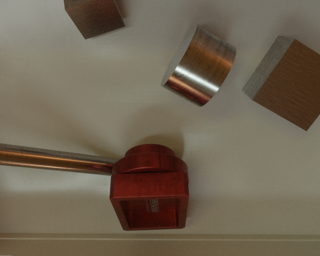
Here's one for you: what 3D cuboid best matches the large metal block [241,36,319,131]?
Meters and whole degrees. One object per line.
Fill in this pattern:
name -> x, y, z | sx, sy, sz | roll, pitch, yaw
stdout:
large metal block -> 0.162, -0.055, 0.380 | 0.080, 0.050, 0.080 | 28, 108, -10

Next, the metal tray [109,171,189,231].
metal tray -> -0.011, 0.101, 0.408 | 0.091, 0.030, 0.129 | -2, 146, 0

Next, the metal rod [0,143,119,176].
metal rod -> -0.183, 0.030, 0.352 | 0.302, 0.025, 0.025 | 12, 112, -33

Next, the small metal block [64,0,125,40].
small metal block -> -0.072, -0.132, 0.347 | 0.050, 0.050, 0.025 | -17, 66, 5

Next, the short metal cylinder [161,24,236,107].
short metal cylinder -> 0.043, -0.071, 0.357 | 0.050, 0.080, 0.080 | 28, 108, -10

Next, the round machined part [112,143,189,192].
round machined part -> -0.013, 0.055, 0.406 | 0.099, 0.042, 0.098 | -2, 146, -1
